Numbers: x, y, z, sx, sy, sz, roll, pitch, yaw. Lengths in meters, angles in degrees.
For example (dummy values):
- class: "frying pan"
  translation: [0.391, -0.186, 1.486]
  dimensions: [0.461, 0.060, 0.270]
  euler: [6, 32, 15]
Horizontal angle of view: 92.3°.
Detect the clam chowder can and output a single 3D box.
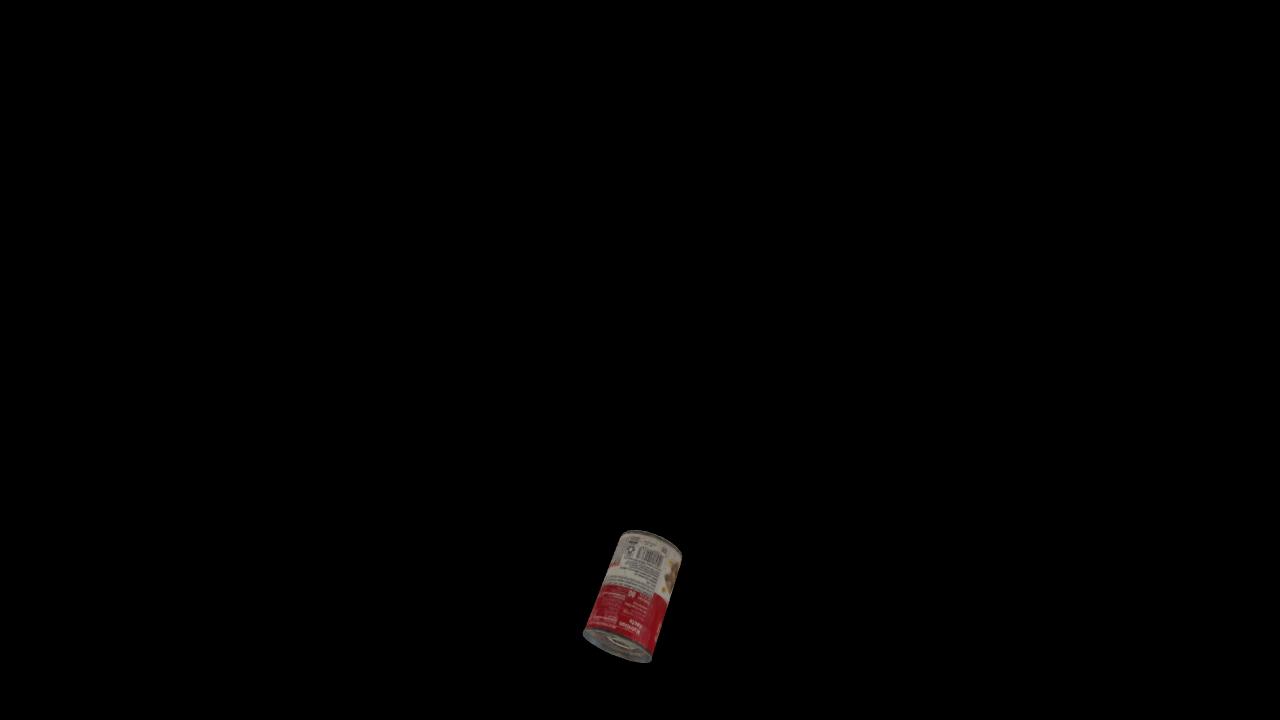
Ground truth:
- class: "clam chowder can"
  translation: [-0.005, 0.224, 0.589]
  dimensions: [0.068, 0.102, 0.068]
  euler: [15, -37, 12]
